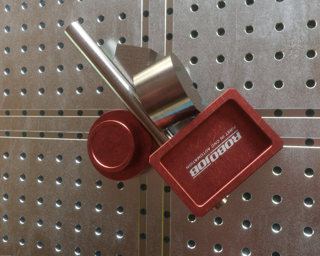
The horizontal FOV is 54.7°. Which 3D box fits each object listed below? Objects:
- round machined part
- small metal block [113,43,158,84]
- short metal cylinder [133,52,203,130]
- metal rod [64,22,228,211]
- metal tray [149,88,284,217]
[{"bbox_3d":[-0.058,0.023,0.422,0.098,0.042,0.097,0,90,19],"label":"round machined part"},{"bbox_3d":[-0.036,-0.085,0.425,0.050,0.025,0.050,14,95,19],"label":"small metal block"},{"bbox_3d":[0.011,-0.044,0.378,0.050,0.080,0.080,-26,82,18],"label":"short metal cylinder"},{"bbox_3d":[-0.021,-0.018,0.401,0.025,0.025,0.300,-41,85,15],"label":"metal rod"},{"bbox_3d":[0.064,0.028,0.364,0.130,0.030,0.090,-41,85,-1],"label":"metal tray"}]
